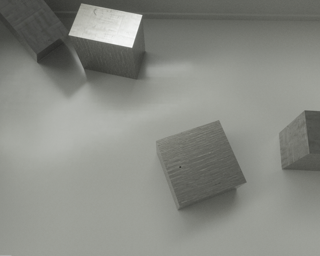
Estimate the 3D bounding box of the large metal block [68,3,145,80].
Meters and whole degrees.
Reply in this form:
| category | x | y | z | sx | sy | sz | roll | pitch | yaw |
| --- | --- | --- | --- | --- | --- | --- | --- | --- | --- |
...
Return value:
| category | x | y | z | sx | sy | sz | roll | pitch | yaw |
| --- | --- | --- | --- | --- | --- | --- | --- | --- | --- |
| large metal block | -0.067 | -0.115 | 0.422 | 0.080 | 0.080 | 0.050 | 12 | 71 | 4 |

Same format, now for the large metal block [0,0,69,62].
| category | x | y | z | sx | sy | sz | roll | pitch | yaw |
| --- | --- | --- | --- | --- | --- | --- | --- | --- | --- |
| large metal block | -0.172 | -0.140 | 0.414 | 0.050 | 0.080 | 0.080 | -42 | 107 | -13 |

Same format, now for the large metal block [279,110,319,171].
| category | x | y | z | sx | sy | sz | roll | pitch | yaw |
| --- | --- | --- | --- | --- | --- | --- | --- | --- | --- |
| large metal block | 0.201 | 0.019 | 0.375 | 0.080 | 0.080 | 0.050 | 3 | 70 | 1 |

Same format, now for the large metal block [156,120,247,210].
| category | x | y | z | sx | sy | sz | roll | pitch | yaw |
| --- | --- | --- | --- | --- | --- | --- | --- | --- | --- |
| large metal block | 0.046 | 0.046 | 0.380 | 0.080 | 0.050 | 0.080 | -18 | 71 | -7 |
